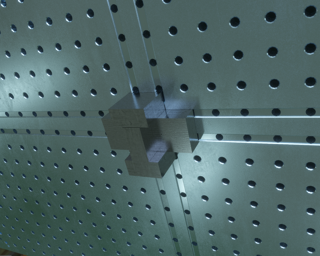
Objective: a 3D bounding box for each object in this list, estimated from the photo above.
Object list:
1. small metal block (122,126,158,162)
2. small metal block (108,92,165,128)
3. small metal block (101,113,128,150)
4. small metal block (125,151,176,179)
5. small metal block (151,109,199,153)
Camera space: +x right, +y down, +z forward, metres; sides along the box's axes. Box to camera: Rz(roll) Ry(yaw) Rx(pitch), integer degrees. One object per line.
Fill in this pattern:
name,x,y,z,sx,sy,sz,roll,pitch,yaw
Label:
small metal block,-0.020,0.009,0.409,0.025,0.050,0.050,1,119,27
small metal block,-0.028,-0.024,0.393,0.050,0.050,0.025,1,119,27
small metal block,-0.048,0.003,0.437,0.050,0.025,0.050,1,119,27
small metal block,-0.012,0.042,0.426,0.050,0.050,0.025,1,119,27
small metal block,0.019,0.004,0.402,0.050,0.025,0.050,1,119,27
